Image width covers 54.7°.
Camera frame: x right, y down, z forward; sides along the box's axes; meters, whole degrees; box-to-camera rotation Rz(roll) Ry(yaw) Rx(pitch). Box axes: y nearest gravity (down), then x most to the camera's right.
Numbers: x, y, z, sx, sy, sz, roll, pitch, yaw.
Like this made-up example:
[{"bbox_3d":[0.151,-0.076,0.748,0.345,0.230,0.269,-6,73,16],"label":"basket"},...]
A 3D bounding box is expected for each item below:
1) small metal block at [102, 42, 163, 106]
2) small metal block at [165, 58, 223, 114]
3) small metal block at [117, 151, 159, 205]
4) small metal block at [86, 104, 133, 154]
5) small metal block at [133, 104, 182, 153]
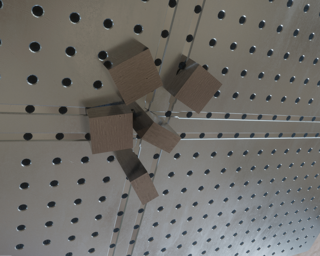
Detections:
[{"bbox_3d":[-0.031,-0.062,0.357,0.050,0.025,0.050,-31,129,-9],"label":"small metal block"},{"bbox_3d":[0.045,-0.054,0.404,0.050,0.025,0.050,31,101,-38],"label":"small metal block"},{"bbox_3d":[-0.030,0.068,0.422,0.025,0.050,0.050,-29,129,-10],"label":"small metal block"},{"bbox_3d":[-0.061,0.001,0.377,0.050,0.025,0.050,-8,122,-17],"label":"small metal block"},{"bbox_3d":[-0.008,0.001,0.393,0.050,0.050,0.025,30,101,-39],"label":"small metal block"}]
